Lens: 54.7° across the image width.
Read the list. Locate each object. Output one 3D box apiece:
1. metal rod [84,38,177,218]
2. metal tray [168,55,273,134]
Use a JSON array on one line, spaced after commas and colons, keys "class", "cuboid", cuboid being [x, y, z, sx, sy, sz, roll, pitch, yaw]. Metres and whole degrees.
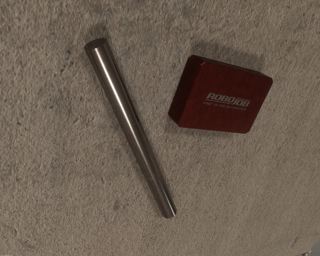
[{"class": "metal rod", "cuboid": [-0.026, 0.024, 0.409, 0.025, 0.025, 0.299, -29, 129, -11]}, {"class": "metal tray", "cuboid": [0.085, -0.042, 0.426, 0.131, 0.030, 0.089, 6, 116, -31]}]
